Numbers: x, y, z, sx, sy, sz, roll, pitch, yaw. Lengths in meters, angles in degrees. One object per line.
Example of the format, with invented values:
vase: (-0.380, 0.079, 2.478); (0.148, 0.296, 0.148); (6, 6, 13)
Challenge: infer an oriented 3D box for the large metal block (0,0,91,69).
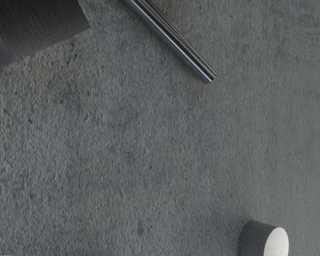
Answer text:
large metal block: (-0.125, -0.110, 0.283); (0.080, 0.050, 0.080); (-38, 114, -33)

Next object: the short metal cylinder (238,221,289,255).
short metal cylinder: (0.181, 0.208, 0.541); (0.081, 0.050, 0.079); (0, 90, -40)

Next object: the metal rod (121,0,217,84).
metal rod: (-0.025, -0.153, 0.383); (0.301, 0.025, 0.025); (37, 67, -34)
